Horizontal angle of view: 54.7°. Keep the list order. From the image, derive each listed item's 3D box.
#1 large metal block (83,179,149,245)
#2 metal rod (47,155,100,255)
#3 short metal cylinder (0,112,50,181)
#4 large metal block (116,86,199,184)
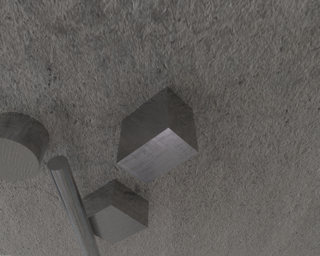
[{"bbox_3d":[-0.076,0.139,0.509,0.080,0.050,0.080,-33,123,24],"label":"large metal block"},{"bbox_3d":[-0.117,0.156,0.473,0.025,0.025,0.298,-2,130,2],"label":"metal rod"},{"bbox_3d":[-0.195,0.026,0.411,0.081,0.050,0.079,0,130,0],"label":"short metal cylinder"},{"bbox_3d":[-0.004,0.008,0.378,0.080,0.080,0.050,-35,122,26],"label":"large metal block"}]
